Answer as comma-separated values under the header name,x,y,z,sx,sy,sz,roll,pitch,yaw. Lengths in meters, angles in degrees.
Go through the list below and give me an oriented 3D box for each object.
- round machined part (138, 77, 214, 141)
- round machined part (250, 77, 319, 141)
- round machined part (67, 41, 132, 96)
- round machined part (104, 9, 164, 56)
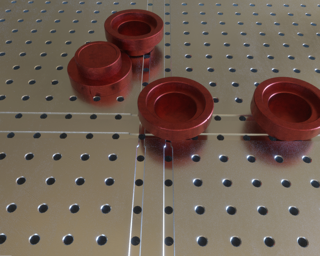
name,x,y,z,sx,sy,sz,roll,pitch,yaw
round machined part,0.020,-0.021,0.415,0.099,0.042,0.098,0,50,0
round machined part,0.171,-0.021,0.417,0.099,0.042,0.098,0,50,0
round machined part,-0.093,-0.097,0.477,0.099,0.042,0.098,0,50,0
round machined part,-0.043,-0.160,0.529,0.099,0.042,0.098,1,48,-1
